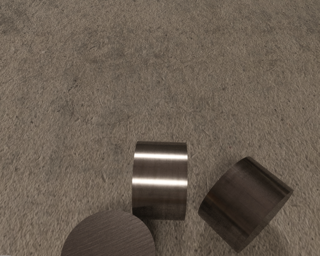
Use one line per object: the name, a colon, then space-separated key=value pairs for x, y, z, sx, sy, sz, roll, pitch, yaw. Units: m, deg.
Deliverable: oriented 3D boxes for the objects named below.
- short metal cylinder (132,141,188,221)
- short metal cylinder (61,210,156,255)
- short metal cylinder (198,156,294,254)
short metal cylinder: x=0.001 y=0.054 z=0.322 sx=0.050 sy=0.080 sz=0.080 roll=2 pitch=50 yaw=1
short metal cylinder: x=-0.044 y=0.123 z=0.283 sx=0.081 sy=0.050 sz=0.080 roll=0 pitch=50 yaw=0
short metal cylinder: x=0.084 y=0.075 z=0.306 sx=0.080 sy=0.080 sz=0.050 roll=-34 pitch=58 yaw=-25
